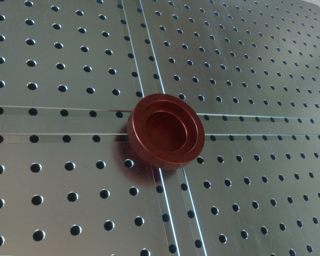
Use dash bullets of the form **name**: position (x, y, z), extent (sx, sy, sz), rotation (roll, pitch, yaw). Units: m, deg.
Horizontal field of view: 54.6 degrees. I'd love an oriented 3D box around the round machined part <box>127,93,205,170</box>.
- **round machined part**: position (0.004, 0.008, 0.394), extent (0.099, 0.042, 0.098), rotation (13, 56, -21)
